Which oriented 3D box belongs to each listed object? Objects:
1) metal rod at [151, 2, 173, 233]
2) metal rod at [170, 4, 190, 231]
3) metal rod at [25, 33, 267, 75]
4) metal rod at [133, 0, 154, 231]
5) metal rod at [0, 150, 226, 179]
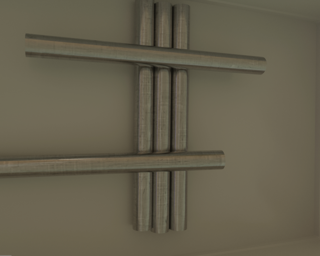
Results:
[{"bbox_3d":[0.002,-0.014,0.410,0.025,0.025,0.298,1,90,-20],"label":"metal rod"},{"bbox_3d":[0.026,-0.014,0.418,0.025,0.025,0.298,1,90,-20],"label":"metal rod"},{"bbox_3d":[-0.001,-0.088,0.382,0.302,0.025,0.025,0,90,-20],"label":"metal rod"},{"bbox_3d":[-0.021,-0.019,0.402,0.025,0.025,0.298,1,90,-20],"label":"metal rod"},{"bbox_3d":[-0.068,0.042,0.365,0.302,0.025,0.025,0,90,-13],"label":"metal rod"}]
